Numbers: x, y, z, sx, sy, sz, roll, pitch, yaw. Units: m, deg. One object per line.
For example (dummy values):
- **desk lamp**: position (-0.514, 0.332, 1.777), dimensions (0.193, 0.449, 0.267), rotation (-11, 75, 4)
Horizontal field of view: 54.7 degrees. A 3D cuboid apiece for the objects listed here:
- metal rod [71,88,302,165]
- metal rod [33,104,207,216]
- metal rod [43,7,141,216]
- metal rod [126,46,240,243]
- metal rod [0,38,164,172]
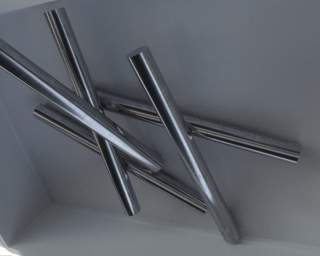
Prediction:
- **metal rod**: position (0.017, -0.010, 0.393), dimensions (0.301, 0.025, 0.025), rotation (16, 125, 18)
- **metal rod**: position (-0.063, 0.044, 0.468), dimensions (0.301, 0.025, 0.025), rotation (29, 128, 9)
- **metal rod**: position (-0.082, -0.005, 0.415), dimensions (0.025, 0.025, 0.298), rotation (-3, 117, 29)
- **metal rod**: position (0.041, 0.039, 0.384), dimensions (0.025, 0.025, 0.299), rotation (-10, 122, 32)
- **metal rod**: position (-0.102, -0.027, 0.365), dimensions (0.025, 0.025, 0.301), rotation (-23, 132, 36)
